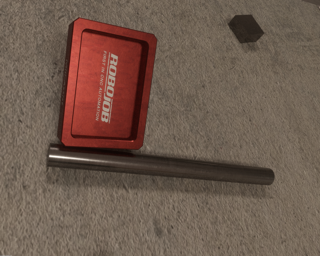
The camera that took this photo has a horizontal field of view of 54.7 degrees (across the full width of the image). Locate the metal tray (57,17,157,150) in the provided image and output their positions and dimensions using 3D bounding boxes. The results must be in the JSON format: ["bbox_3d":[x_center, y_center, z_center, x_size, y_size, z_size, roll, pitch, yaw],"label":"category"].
[{"bbox_3d":[-0.058,-0.044,0.339,0.091,0.030,0.129,5,97,-26],"label":"metal tray"}]

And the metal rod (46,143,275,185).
[{"bbox_3d":[0.020,0.049,0.385,0.302,0.025,0.025,9,58,-24],"label":"metal rod"}]

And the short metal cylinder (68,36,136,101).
[{"bbox_3d":[-0.073,-0.072,0.394,0.081,0.050,0.080,14,56,-21],"label":"short metal cylinder"}]

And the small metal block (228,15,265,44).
[{"bbox_3d":[0.173,-0.199,0.622,0.050,0.025,0.050,-16,70,-35],"label":"small metal block"}]
